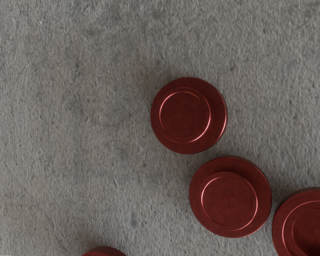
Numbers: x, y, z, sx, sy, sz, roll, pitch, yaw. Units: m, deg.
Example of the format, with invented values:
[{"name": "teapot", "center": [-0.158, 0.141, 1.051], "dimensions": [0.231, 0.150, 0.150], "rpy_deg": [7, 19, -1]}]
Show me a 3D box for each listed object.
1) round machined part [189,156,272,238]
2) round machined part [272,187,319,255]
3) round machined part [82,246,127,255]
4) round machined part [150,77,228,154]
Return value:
[{"name": "round machined part", "center": [0.082, 0.083, 0.371], "dimensions": [0.098, 0.042, 0.097], "rpy_deg": [0, 90, 19]}, {"name": "round machined part", "center": [0.174, 0.113, 0.339], "dimensions": [0.098, 0.042, 0.097], "rpy_deg": [0, 90, 19]}, {"name": "round machined part", "center": [-0.071, 0.210, 0.424], "dimensions": [0.098, 0.042, 0.097], "rpy_deg": [0, 90, 19]}, {"name": "round machined part", "center": [0.033, -0.015, 0.388], "dimensions": [0.098, 0.042, 0.097], "rpy_deg": [0, 90, 19]}]
